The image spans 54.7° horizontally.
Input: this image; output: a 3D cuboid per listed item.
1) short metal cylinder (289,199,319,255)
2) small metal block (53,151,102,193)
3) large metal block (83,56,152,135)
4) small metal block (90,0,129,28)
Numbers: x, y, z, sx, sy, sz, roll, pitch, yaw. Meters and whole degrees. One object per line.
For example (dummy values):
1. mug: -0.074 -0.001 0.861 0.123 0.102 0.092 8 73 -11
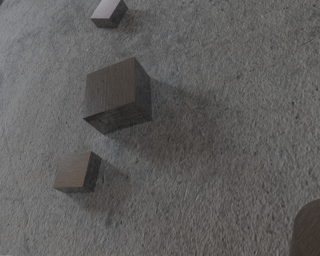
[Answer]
1. short metal cylinder: 0.141 0.099 0.232 0.080 0.050 0.080 -6 32 4
2. small metal block: -0.113 0.061 0.426 0.050 0.025 0.050 -7 59 24
3. large metal block: -0.060 -0.045 0.447 0.080 0.050 0.080 -16 55 19
4. small metal block: -0.096 -0.218 0.588 0.050 0.025 0.050 14 69 33
